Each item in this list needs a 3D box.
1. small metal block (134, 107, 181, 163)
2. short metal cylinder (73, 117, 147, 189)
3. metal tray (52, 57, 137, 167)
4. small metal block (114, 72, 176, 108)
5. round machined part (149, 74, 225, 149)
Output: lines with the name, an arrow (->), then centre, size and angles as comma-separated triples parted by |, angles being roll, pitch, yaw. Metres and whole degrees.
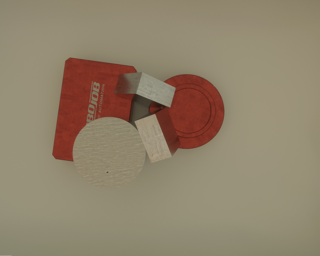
small metal block -> -0.001, 0.006, 0.358 | 0.025, 0.050, 0.050 | -19, 97, 18
short metal cylinder -> -0.056, 0.027, 0.367 | 0.081, 0.050, 0.079 | 0, 90, -1
metal tray -> -0.083, -0.020, 0.404 | 0.091, 0.030, 0.129 | 8, 90, -1
small metal block -> -0.019, -0.045, 0.372 | 0.050, 0.050, 0.025 | 19, 83, -37
round machined part -> 0.035, -0.021, 0.401 | 0.099, 0.042, 0.097 | 0, 90, -1
